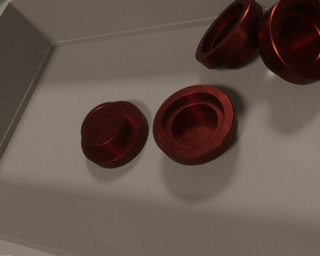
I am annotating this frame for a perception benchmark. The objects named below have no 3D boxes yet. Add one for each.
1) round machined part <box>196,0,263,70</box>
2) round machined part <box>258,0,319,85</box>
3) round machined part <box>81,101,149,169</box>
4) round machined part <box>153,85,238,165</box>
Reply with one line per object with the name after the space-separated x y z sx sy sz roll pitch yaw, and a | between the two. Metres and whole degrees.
0.093 -0.115 0.396 0.098 0.042 0.098 -48 20 24 | round machined part
0.153 -0.096 0.351 0.098 0.098 0.042 -62 12 -16 | round machined part
-0.069 0.003 0.427 0.098 0.042 0.098 -13 56 20 | round machined part
0.045 0.000 0.371 0.098 0.042 0.098 -13 56 20 | round machined part
